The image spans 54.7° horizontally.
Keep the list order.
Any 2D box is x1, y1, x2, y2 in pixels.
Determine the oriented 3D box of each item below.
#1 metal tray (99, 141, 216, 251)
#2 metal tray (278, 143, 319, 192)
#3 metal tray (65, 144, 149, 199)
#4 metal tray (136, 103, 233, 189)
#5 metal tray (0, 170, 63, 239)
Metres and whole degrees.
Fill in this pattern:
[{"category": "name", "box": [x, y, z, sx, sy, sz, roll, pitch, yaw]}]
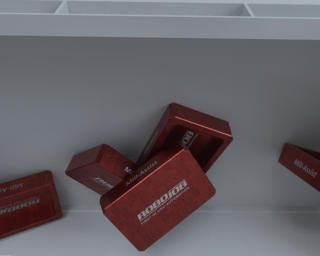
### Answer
[{"category": "metal tray", "box": [-0.001, 0.090, 0.409, 0.130, 0.030, 0.090, -37, 116, -6]}, {"category": "metal tray", "box": [0.223, 0.061, 0.392, 0.091, 0.130, 0.030, 15, 102, -10]}, {"category": "metal tray", "box": [-0.059, 0.078, 0.449, 0.130, 0.030, 0.090, 39, 142, -27]}, {"category": "metal tray", "box": [0.029, 0.034, 0.434, 0.091, 0.030, 0.129, 18, 128, -16]}, {"category": "metal tray", "box": [-0.223, 0.122, 0.472, 0.131, 0.030, 0.089, -15, 134, -21]}]
